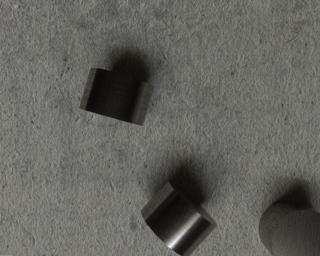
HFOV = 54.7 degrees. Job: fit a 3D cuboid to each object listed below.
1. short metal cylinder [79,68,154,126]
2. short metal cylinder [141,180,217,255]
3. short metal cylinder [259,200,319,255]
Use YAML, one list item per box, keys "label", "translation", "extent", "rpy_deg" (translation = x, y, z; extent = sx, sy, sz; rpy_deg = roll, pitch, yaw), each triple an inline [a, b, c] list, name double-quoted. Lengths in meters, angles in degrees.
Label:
- label: "short metal cylinder"
  translation: [-0.053, -0.037, 0.382]
  extent: [0.080, 0.080, 0.050]
  rpy_deg: [16, 90, 0]
- label: "short metal cylinder"
  translation: [0.023, 0.110, 0.383]
  extent: [0.080, 0.080, 0.050]
  rpy_deg: [42, 90, 0]
- label: "short metal cylinder"
  translation: [0.175, 0.138, 0.399]
  extent: [0.081, 0.050, 0.080]
  rpy_deg: [0, 90, 0]
